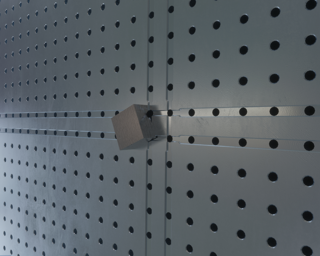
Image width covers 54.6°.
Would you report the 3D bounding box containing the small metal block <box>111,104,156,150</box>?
[{"bbox_3d":[-0.039,-0.001,0.443,0.050,0.025,0.050,-28,73,36],"label":"small metal block"}]
